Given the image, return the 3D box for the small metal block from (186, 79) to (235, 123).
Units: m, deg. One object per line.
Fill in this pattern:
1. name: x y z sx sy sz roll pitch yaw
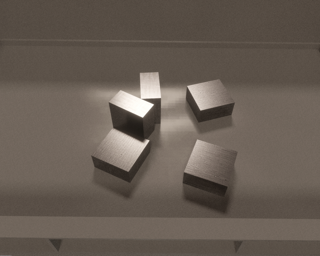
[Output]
1. small metal block: 0.070 -0.039 0.439 0.050 0.025 0.050 -13 51 -12

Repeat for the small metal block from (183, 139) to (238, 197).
1. small metal block: 0.060 0.047 0.367 0.050 0.025 0.050 17 52 13

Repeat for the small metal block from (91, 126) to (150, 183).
1. small metal block: -0.047 0.032 0.378 0.050 0.025 0.050 21 53 16

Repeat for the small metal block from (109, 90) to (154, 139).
1. small metal block: -0.035 -0.015 0.401 0.050 0.050 0.025 25 55 19

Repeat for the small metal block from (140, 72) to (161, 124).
1. small metal block: -0.013 -0.040 0.422 0.025 0.050 0.050 -3 50 -3
